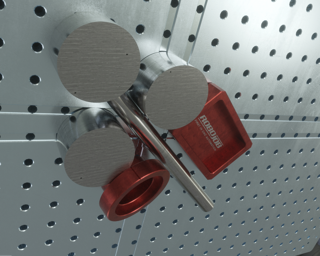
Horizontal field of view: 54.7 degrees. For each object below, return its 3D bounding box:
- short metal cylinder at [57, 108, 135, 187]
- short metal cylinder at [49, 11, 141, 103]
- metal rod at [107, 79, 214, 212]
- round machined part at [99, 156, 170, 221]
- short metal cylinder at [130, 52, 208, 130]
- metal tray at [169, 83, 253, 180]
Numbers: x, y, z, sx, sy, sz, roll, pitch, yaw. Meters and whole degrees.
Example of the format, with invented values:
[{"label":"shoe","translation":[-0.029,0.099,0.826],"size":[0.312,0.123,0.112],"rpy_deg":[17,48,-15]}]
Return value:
[{"label":"short metal cylinder","translation":[-0.076,0.023,0.367],"size":[0.081,0.050,0.079],"rpy_deg":[-14,124,-21]},{"label":"short metal cylinder","translation":[-0.067,-0.072,0.314],"size":[0.081,0.050,0.079],"rpy_deg":[-14,124,-21]},{"label":"metal rod","translation":[0.011,0.043,0.444],"size":[0.025,0.025,0.300],"rpy_deg":[-39,129,-2]},{"label":"round machined part","translation":[-0.038,0.075,0.412],"size":[0.099,0.042,0.098],"rpy_deg":[-32,151,-20]},{"label":"short metal cylinder","translation":[0.010,-0.045,0.372],"size":[0.081,0.050,0.079],"rpy_deg":[-14,124,-21]},{"label":"metal tray","translation":[0.074,0.009,0.453],"size":[0.090,0.030,0.130],"rpy_deg":[-39,130,-1]}]
